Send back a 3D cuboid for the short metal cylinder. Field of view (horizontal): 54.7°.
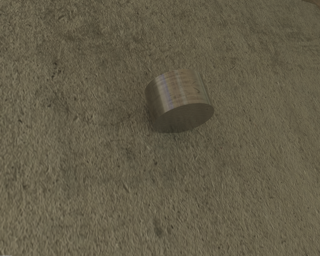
[{"bbox_3d":[0.025,-0.033,0.405,0.081,0.080,0.050,-1,63,-29],"label":"short metal cylinder"}]
